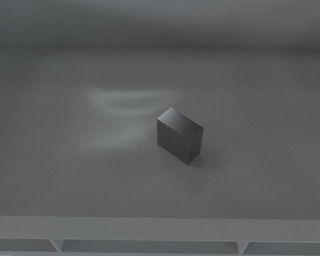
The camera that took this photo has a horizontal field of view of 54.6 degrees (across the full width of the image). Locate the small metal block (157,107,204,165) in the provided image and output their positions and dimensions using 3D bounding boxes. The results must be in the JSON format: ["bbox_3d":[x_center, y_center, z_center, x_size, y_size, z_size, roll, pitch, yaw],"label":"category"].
[{"bbox_3d":[0.024,0.011,0.380,0.050,0.050,0.025,34,58,25],"label":"small metal block"}]
